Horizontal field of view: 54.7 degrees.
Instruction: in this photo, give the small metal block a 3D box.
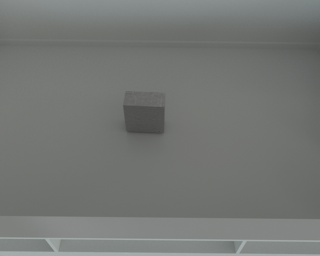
[{"bbox_3d":[-0.019,-0.020,0.401,0.050,0.050,0.025,2,50,2],"label":"small metal block"}]
